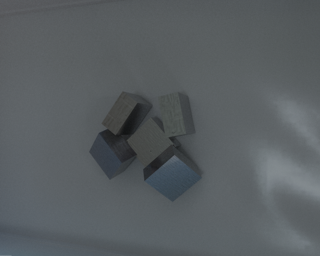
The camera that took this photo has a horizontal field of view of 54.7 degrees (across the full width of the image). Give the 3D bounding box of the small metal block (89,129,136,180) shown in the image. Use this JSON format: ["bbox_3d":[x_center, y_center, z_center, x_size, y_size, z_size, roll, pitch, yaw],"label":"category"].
[{"bbox_3d":[-0.065,0.034,0.418,0.050,0.025,0.050,51,138,12],"label":"small metal block"}]

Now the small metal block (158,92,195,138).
[{"bbox_3d":[0.022,-0.015,0.386,0.025,0.050,0.050,-12,86,18],"label":"small metal block"}]

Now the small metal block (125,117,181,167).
[{"bbox_3d":[-0.009,0.021,0.410,0.050,0.025,0.050,-44,77,14],"label":"small metal block"}]

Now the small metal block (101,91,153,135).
[{"bbox_3d":[-0.042,-0.018,0.409,0.025,0.050,0.050,38,102,16],"label":"small metal block"}]

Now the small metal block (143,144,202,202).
[{"bbox_3d":[0.015,0.057,0.389,0.050,0.025,0.050,-43,114,14],"label":"small metal block"}]
